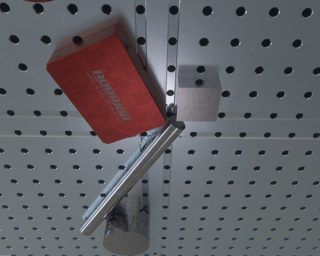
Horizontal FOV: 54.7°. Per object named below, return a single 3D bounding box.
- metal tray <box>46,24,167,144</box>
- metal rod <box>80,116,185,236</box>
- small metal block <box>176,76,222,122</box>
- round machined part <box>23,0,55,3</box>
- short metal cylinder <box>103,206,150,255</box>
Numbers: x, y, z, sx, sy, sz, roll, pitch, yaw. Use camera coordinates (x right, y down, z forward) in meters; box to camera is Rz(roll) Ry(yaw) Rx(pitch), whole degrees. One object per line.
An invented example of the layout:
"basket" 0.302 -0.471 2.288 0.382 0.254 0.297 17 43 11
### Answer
"metal tray" -0.058 -0.045 0.370 0.090 0.030 0.130 -19 128 15
"metal rod" -0.056 0.090 0.487 0.025 0.025 0.298 25 126 -20
"small metal block" 0.046 -0.035 0.382 0.050 0.025 0.050 1 130 -1
"round machined part" -0.108 -0.162 0.261 0.099 0.042 0.097 0 130 0
"short metal cylinder" -0.058 0.184 0.551 0.081 0.050 0.079 0 130 0
